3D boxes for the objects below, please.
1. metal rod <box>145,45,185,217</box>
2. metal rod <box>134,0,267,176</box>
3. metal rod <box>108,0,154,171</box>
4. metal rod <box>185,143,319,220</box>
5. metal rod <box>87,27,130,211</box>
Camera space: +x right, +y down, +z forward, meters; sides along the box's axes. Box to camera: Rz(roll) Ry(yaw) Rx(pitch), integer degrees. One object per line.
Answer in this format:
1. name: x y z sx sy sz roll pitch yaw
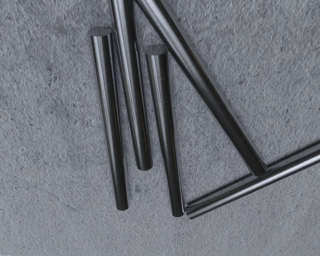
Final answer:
1. metal rod: 0.013 0.028 0.431 0.025 0.025 0.298 -5 130 4
2. metal rod: 0.066 -0.035 0.377 0.025 0.025 0.300 -26 126 20
3. metal rod: -0.032 -0.060 0.355 0.025 0.025 0.298 -3 130 2
4. metal rod: 0.167 0.073 0.470 0.299 0.025 0.025 -32 123 24
5. metal rod: -0.062 0.013 0.417 0.025 0.025 0.298 0 130 0
